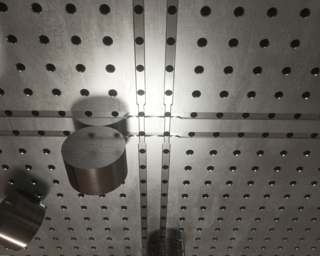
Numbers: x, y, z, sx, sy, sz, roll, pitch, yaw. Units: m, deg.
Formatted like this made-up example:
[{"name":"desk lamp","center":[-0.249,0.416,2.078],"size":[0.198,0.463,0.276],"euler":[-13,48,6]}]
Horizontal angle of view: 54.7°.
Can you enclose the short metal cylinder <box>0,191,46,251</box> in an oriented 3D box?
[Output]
[{"name":"short metal cylinder","center":[-0.233,0.149,0.499],"size":[0.080,0.080,0.050],"euler":[-33,123,24]}]

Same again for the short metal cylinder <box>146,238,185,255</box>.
[{"name":"short metal cylinder","center":[0.011,0.265,0.621],"size":[0.081,0.050,0.079],"euler":[0,130,0]}]

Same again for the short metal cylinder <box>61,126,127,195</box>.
[{"name":"short metal cylinder","center":[-0.084,0.042,0.410],"size":[0.081,0.080,0.050],"euler":[0,130,-1]}]
